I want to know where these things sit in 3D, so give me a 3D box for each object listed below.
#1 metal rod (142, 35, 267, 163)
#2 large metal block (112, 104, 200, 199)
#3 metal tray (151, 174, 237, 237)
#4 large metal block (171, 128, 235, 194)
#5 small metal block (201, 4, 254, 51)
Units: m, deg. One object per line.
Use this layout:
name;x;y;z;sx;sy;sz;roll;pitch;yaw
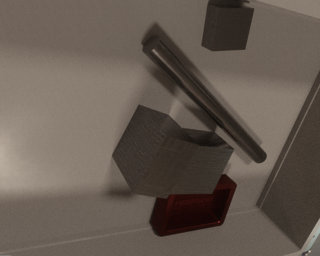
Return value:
metal rod;0.081;-0.022;0.441;0.025;0.025;0.301;-48;130;5
large metal block;-0.009;0.029;0.387;0.050;0.080;0.080;18;109;-36
metal tray;0.058;0.126;0.513;0.131;0.030;0.089;1;114;-29
large metal block;0.048;0.049;0.451;0.081;0.050;0.079;7;115;-32
small metal block;0.082;-0.123;0.379;0.050;0.025;0.050;-9;123;-24
